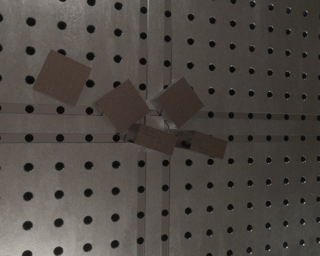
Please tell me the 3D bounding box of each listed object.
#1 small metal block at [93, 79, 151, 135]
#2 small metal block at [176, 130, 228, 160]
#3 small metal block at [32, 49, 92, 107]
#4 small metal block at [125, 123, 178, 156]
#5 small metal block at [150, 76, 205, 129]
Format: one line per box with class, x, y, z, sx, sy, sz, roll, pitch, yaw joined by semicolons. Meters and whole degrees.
small metal block;-0.048;-0.027;0.395;0.050;0.025;0.050;-38;103;-16
small metal block;0.055;0.022;0.421;0.050;0.050;0.025;18;84;-20
small metal block;-0.116;-0.058;0.370;0.050;0.025;0.050;24;82;-19
small metal block;-0.013;0.014;0.396;0.050;0.050;0.025;20;83;-19
small metal block;0.023;-0.034;0.422;0.050;0.025;0.050;-41;103;-16
